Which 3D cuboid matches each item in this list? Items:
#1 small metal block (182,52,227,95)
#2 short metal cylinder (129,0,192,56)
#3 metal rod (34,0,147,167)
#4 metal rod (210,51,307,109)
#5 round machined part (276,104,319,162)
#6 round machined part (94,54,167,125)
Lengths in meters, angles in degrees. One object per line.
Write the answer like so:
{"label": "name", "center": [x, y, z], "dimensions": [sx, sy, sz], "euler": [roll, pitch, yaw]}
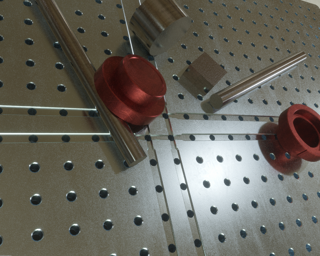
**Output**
{"label": "small metal block", "center": [0.073, -0.089, 0.501], "dimensions": [0.050, 0.025, 0.050], "euler": [43, 51, 1]}
{"label": "short metal cylinder", "center": [0.001, -0.156, 0.468], "dimensions": [0.081, 0.080, 0.050], "euler": [-32, 80, -38]}
{"label": "metal rod", "center": [-0.103, -0.084, 0.403], "dimensions": [0.025, 0.025, 0.299], "euler": [-22, 73, -36]}
{"label": "metal rod", "center": [0.194, -0.097, 0.570], "dimensions": [0.302, 0.025, 0.025], "euler": [-28, 77, -37]}
{"label": "round machined part", "center": [0.236, 0.012, 0.516], "dimensions": [0.099, 0.042, 0.098], "euler": [14, 56, -21]}
{"label": "round machined part", "center": [-0.030, -0.055, 0.396], "dimensions": [0.098, 0.042, 0.098], "euler": [30, 38, -27]}
